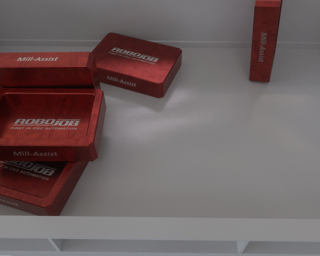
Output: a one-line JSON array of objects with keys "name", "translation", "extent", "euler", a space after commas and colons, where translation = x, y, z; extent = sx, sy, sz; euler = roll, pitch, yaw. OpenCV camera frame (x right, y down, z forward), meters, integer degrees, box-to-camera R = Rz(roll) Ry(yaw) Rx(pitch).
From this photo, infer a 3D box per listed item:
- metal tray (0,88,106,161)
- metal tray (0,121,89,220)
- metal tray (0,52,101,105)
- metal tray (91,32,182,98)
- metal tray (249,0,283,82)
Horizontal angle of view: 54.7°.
[{"name": "metal tray", "translation": [-0.135, -0.006, 0.366], "extent": [0.131, 0.030, 0.090], "euler": [0, 49, 0]}, {"name": "metal tray", "translation": [-0.161, 0.044, 0.363], "extent": [0.131, 0.030, 0.090], "euler": [13, 51, 11]}, {"name": "metal tray", "translation": [-0.147, -0.053, 0.406], "extent": [0.131, 0.089, 0.030], "euler": [-1, 49, -1]}, {"name": "metal tray", "translation": [-0.041, -0.102, 0.487], "extent": [0.130, 0.030, 0.090], "euler": [17, 52, 13]}, {"name": "metal tray", "translation": [0.157, -0.144, 0.457], "extent": [0.030, 0.129, 0.090], "euler": [9, 51, 19]}]
